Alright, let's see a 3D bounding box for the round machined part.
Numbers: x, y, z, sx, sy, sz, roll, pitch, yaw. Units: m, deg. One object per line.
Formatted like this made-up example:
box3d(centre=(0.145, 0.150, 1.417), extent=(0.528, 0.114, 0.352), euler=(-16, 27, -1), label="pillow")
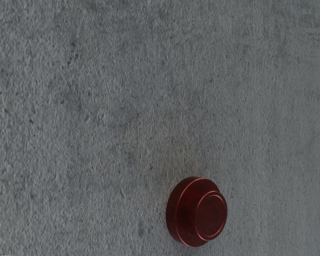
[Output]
box3d(centre=(0.059, 0.121, 0.442), extent=(0.099, 0.042, 0.097), euler=(0, 90, -40), label="round machined part")
